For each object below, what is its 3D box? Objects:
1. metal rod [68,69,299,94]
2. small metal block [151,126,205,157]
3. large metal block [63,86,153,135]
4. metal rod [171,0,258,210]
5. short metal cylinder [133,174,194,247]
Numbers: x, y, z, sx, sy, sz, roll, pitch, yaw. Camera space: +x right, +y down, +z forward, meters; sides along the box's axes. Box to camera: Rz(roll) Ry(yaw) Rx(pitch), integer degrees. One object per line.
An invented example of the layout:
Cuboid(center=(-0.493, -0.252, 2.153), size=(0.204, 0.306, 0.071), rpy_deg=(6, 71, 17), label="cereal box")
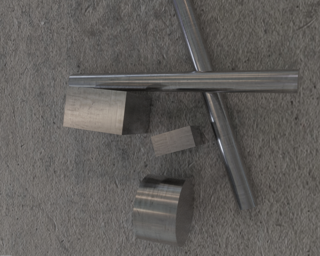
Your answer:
Cuboid(center=(0.008, -0.057, 0.385), size=(0.300, 0.025, 0.025), rpy_deg=(4, 92, 27), label="metal rod")
Cuboid(center=(0.023, 0.016, 0.387), size=(0.050, 0.050, 0.025), rpy_deg=(-16, 85, 19), label="small metal block")
Cuboid(center=(-0.064, -0.022, 0.402), size=(0.080, 0.080, 0.050), rpy_deg=(8, 93, 20), label="large metal block")
Cuboid(center=(0.063, -0.048, 0.386), size=(0.025, 0.025, 0.299), rpy_deg=(-19, 84, 19), label="metal rod")
Cuboid(center=(0.007, 0.099, 0.377), size=(0.050, 0.080, 0.079), rpy_deg=(3, 91, 20), label="short metal cylinder")
